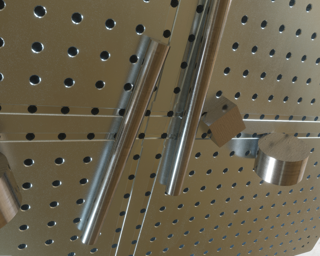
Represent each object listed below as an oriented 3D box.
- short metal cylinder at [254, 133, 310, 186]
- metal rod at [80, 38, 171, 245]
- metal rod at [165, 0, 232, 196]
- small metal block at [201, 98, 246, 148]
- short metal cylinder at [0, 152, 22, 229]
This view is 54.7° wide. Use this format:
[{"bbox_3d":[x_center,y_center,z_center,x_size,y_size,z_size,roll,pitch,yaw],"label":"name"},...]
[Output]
[{"bbox_3d":[0.202,0.051,0.517,0.081,0.080,0.050,-15,125,-20],"label":"short metal cylinder"},{"bbox_3d":[-0.052,0.033,0.402,0.025,0.025,0.298,9,114,-32],"label":"metal rod"},{"bbox_3d":[0.047,-0.033,0.416,0.025,0.025,0.298,-3,120,-27],"label":"metal rod"},{"bbox_3d":[0.093,-0.007,0.458,0.050,0.025,0.050,-37,129,-4],"label":"small metal block"},{"bbox_3d":[-0.189,0.066,0.313,0.081,0.080,0.050,-16,125,-19],"label":"short metal cylinder"}]
